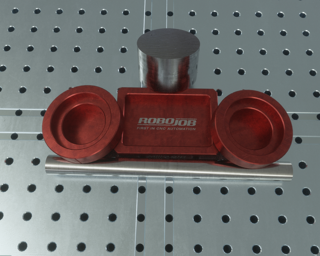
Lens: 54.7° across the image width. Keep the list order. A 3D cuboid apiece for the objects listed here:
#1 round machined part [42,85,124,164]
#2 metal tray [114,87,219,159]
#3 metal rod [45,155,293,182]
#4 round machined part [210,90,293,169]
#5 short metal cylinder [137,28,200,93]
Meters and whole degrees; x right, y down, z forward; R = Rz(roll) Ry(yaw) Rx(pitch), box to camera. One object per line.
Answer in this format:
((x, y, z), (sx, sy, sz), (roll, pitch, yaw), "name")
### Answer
((-0.093, -0.002, 0.393), (0.099, 0.042, 0.098), (-3, 67, 7), "round machined part")
((0.009, -0.006, 0.407), (0.131, 0.030, 0.090), (1, 71, 0), "metal tray")
((0.011, 0.050, 0.389), (0.302, 0.025, 0.025), (2, 70, 0), "metal rod")
((0.111, 0.004, 0.393), (0.099, 0.042, 0.098), (3, 68, -7), "round machined part")
((0.011, -0.091, 0.412), (0.081, 0.050, 0.080), (0, 44, 0), "short metal cylinder")
